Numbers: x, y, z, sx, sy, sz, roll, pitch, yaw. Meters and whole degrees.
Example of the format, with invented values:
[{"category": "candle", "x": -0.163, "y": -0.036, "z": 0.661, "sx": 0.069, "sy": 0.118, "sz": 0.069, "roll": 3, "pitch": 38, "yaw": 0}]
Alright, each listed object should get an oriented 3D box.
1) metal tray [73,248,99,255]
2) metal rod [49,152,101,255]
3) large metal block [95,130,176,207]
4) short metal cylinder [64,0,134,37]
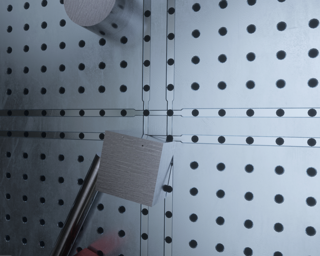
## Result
[{"category": "metal tray", "x": -0.133, "y": 0.243, "z": 0.424, "sx": 0.030, "sy": 0.090, "sz": 0.129, "roll": 22, "pitch": 97, "yaw": 19}, {"category": "metal rod", "x": -0.143, "y": 0.173, "z": 0.462, "sx": 0.025, "sy": 0.025, "sz": 0.298, "roll": 29, "pitch": 99, "yaw": 17}, {"category": "large metal block", "x": -0.032, "y": 0.049, "z": 0.410, "sx": 0.080, "sy": 0.050, "sz": 0.079, "roll": 12, "pitch": 94, "yaw": 19}, {"category": "short metal cylinder", "x": -0.084, "y": -0.173, "z": 0.429, "sx": 0.080, "sy": 0.050, "sz": 0.079, "roll": 0, "pitch": 90, "yaw": 20}]
